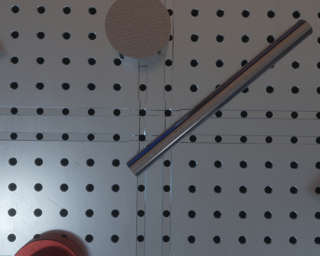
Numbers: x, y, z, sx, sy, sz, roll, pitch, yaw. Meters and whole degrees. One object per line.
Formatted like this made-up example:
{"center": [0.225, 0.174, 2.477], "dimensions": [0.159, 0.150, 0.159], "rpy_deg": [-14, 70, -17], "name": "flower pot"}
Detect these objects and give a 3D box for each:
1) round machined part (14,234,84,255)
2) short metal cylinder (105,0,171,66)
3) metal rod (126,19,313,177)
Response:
{"center": [-0.150, 0.194, 0.403], "dimensions": [0.099, 0.042, 0.097], "rpy_deg": [0, 90, -1], "name": "round machined part"}
{"center": [-0.027, -0.125, 0.400], "dimensions": [0.081, 0.050, 0.079], "rpy_deg": [0, 90, -1], "name": "short metal cylinder"}
{"center": [0.079, -0.040, 0.414], "dimensions": [0.300, 0.025, 0.025], "rpy_deg": [-39, 91, -1], "name": "metal rod"}
